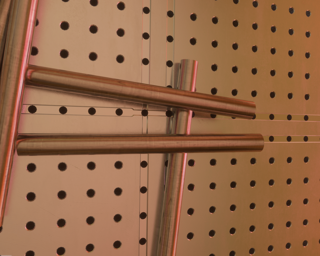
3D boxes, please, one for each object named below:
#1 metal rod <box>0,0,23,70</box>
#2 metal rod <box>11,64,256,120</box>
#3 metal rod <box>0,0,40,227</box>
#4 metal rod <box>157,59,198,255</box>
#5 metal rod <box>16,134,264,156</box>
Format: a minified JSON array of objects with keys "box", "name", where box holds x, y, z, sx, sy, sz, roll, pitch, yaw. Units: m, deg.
[{"box":[-0.177,-0.077,0.329,0.025,0.025,0.299,14,79,-20],"name":"metal rod"},{"box":[-0.023,-0.043,0.384,0.302,0.025,0.025,8,88,-13],"name":"metal rod"},{"box":[-0.157,-0.042,0.329,0.025,0.025,0.298,10,94,-20],"name":"metal rod"},{"box":[0.022,0.057,0.420,0.025,0.025,0.299,8,87,-20],"name":"metal rod"},{"box":[-0.013,0.020,0.386,0.302,0.025,0.025,0,90,-12],"name":"metal rod"}]
